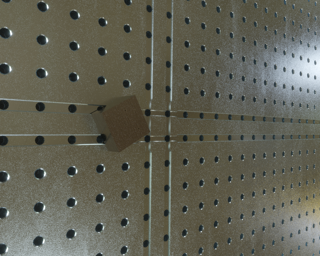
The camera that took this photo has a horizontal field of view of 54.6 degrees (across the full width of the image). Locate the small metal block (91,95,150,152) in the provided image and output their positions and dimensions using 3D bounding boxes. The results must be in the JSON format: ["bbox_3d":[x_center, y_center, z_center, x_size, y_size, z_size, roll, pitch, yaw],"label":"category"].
[{"bbox_3d":[-0.046,-0.006,0.370,0.050,0.025,0.050,-34,111,-35],"label":"small metal block"}]
